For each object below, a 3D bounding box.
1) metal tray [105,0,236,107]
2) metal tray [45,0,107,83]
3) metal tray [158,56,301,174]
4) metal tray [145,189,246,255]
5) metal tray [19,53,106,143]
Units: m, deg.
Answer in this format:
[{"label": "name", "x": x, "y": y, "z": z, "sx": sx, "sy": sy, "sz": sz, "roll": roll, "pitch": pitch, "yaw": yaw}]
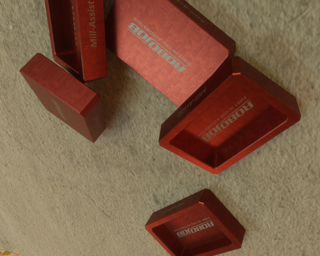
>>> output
[{"label": "metal tray", "x": 0.004, "y": -0.095, "z": 0.341, "sx": 0.130, "sy": 0.030, "sz": 0.089, "roll": 40, "pitch": 129, "yaw": 0}, {"label": "metal tray", "x": -0.097, "y": -0.127, "z": 0.349, "sx": 0.090, "sy": 0.030, "sz": 0.129, "roll": 36, "pitch": 135, "yaw": 40}, {"label": "metal tray", "x": 0.071, "y": -0.006, "z": 0.341, "sx": 0.090, "sy": 0.030, "sz": 0.129, "roll": 29, "pitch": 132, "yaw": -19}, {"label": "metal tray", "x": 0.050, "y": 0.154, "z": 0.470, "sx": 0.090, "sy": 0.030, "sz": 0.129, "roll": 49, "pitch": 128, "yaw": -7}, {"label": "metal tray", "x": -0.117, "y": -0.032, "z": 0.400, "sx": 0.090, "sy": 0.030, "sz": 0.130, "roll": 35, "pitch": 163, "yaw": 4}]
